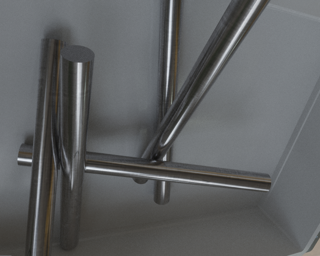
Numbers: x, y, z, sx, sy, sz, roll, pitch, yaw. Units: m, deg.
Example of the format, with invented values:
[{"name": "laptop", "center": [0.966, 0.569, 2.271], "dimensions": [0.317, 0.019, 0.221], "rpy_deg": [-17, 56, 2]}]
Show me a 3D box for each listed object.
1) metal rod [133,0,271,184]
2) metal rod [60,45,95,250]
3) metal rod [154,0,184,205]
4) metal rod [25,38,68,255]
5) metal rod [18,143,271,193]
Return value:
[{"name": "metal rod", "center": [0.023, -0.019, 0.329], "dimensions": [0.025, 0.025, 0.298], "rpy_deg": [-3, 146, -27]}, {"name": "metal rod", "center": [-0.094, 0.051, 0.333], "dimensions": [0.025, 0.025, 0.298], "rpy_deg": [-7, 137, -25]}, {"name": "metal rod", "center": [0.008, -0.018, 0.401], "dimensions": [0.025, 0.025, 0.298], "rpy_deg": [-12, 124, -22]}, {"name": "metal rod", "center": [-0.117, 0.064, 0.311], "dimensions": [0.025, 0.025, 0.298], "rpy_deg": [4, 94, -30]}, {"name": "metal rod", "center": [-0.008, 0.051, 0.374], "dimensions": [0.302, 0.025, 0.025], "rpy_deg": [8, 116, -12]}]
